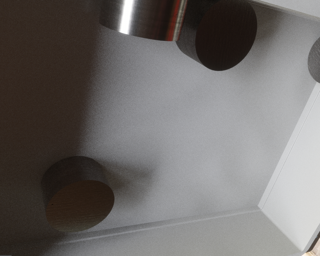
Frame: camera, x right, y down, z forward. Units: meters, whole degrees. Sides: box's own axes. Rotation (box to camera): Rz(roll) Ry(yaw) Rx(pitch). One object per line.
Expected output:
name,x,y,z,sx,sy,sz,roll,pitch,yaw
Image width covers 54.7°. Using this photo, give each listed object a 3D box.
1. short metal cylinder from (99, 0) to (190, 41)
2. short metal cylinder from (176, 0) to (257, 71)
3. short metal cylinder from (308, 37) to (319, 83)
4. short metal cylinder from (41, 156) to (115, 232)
short metal cylinder,-0.014,-0.118,0.292,0.081,0.080,0.050,-1,119,-28
short metal cylinder,0.063,-0.112,0.357,0.081,0.050,0.079,-14,124,-21
short metal cylinder,0.271,-0.101,0.458,0.050,0.080,0.079,0,118,-29
short metal cylinder,-0.103,0.082,0.387,0.081,0.050,0.079,-14,124,-21
